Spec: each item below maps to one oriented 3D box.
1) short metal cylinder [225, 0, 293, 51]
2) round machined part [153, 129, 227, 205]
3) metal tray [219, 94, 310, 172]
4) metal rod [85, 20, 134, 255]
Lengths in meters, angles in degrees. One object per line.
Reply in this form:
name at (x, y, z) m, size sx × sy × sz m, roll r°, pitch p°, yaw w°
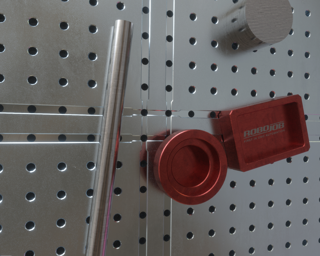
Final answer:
short metal cylinder at (0.144, -0.157, 0.452) m, size 0.081 × 0.050 × 0.080 m, roll 0°, pitch 90°, yaw -20°
round machined part at (0.037, 0.050, 0.417) m, size 0.099 × 0.042 × 0.097 m, roll 0°, pitch 90°, yaw -20°
metal tray at (0.160, 0.005, 0.468) m, size 0.131 × 0.030 × 0.089 m, roll -14°, pitch 95°, yaw -20°
metal rod at (-0.063, 0.015, 0.389) m, size 0.025 × 0.025 × 0.298 m, roll 8°, pitch 88°, yaw -20°
